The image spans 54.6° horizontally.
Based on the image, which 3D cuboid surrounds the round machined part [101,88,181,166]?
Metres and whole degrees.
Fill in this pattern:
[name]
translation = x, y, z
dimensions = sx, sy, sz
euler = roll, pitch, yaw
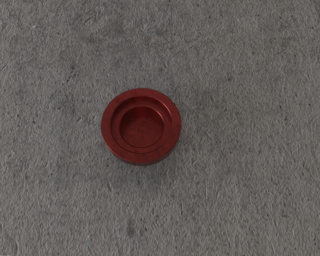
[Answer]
[round machined part]
translation = -0.023, 0.002, 0.398
dimensions = 0.099, 0.042, 0.098
euler = 0, 70, 0
